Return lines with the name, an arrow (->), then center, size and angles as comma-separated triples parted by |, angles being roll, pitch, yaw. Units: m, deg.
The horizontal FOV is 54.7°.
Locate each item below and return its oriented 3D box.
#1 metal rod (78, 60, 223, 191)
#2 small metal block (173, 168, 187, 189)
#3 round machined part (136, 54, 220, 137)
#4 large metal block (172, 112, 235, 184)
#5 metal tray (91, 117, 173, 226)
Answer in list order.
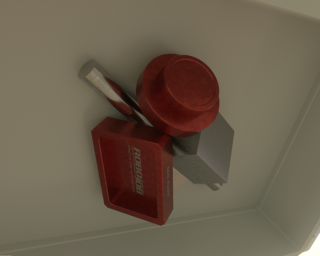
metal rod -> 0.008, 0.016, 0.422 | 0.025, 0.025, 0.300 | -45, 130, 3
small metal block -> 0.008, 0.050, 0.427 | 0.025, 0.050, 0.050 | -44, 130, 2
round machined part -> 0.027, -0.042, 0.347 | 0.099, 0.098, 0.042 | -2, 160, -28
large metal block -> 0.054, 0.020, 0.409 | 0.080, 0.050, 0.080 | 43, 51, -39
metal tray -> -0.031, 0.056, 0.385 | 0.030, 0.090, 0.129 | -51, 146, -50
